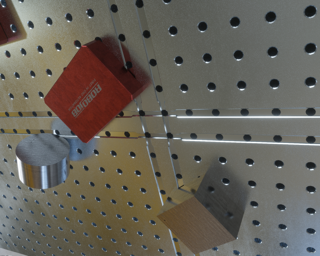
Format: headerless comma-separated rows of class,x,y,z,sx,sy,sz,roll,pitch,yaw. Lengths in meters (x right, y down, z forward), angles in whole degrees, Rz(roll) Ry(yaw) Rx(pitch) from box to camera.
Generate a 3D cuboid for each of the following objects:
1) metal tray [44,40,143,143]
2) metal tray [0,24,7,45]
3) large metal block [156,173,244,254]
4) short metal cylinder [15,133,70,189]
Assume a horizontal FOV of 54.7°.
metal tray,-0.096,-0.045,0.428,0.090,0.030,0.129,47,129,-6
metal tray,-0.301,-0.157,0.466,0.130,0.030,0.089,-4,117,29
large metal block,0.057,0.123,0.440,0.080,0.050,0.080,46,129,-5
short metal cylinder,-0.189,0.052,0.505,0.080,0.080,0.050,22,127,14
